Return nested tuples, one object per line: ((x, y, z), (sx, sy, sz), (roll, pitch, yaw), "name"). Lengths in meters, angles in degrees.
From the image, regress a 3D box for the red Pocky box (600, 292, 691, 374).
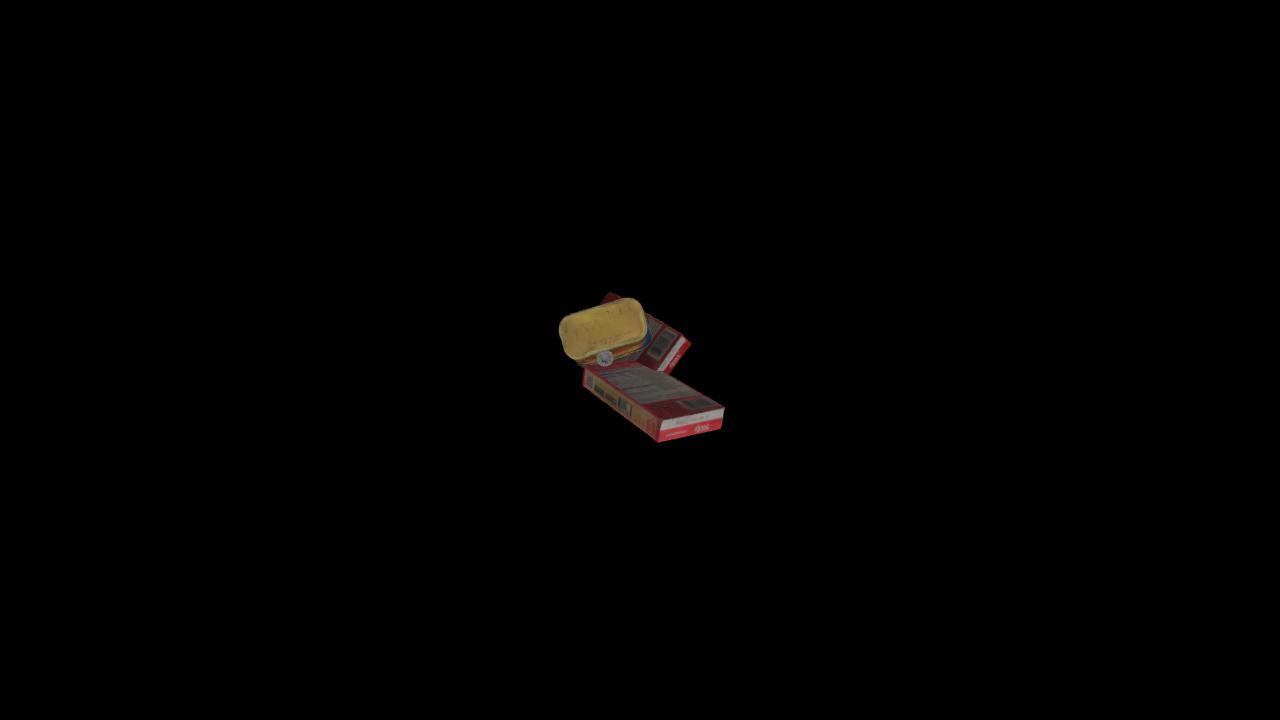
((-0.013, -0.023, 0.769), (0.155, 0.083, 0.028), (35, -1, 45), "red Pocky box")

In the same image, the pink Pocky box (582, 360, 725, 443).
((0.010, 0.039, 0.667), (0.084, 0.029, 0.155), (-6, 23, -34), "pink Pocky box")

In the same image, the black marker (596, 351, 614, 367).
((-0.050, -0.029, 0.723), (0.020, 0.020, 0.121), (0, 28, -13), "black marker")

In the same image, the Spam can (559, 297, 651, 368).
((-0.037, -0.031, 0.711), (0.101, 0.058, 0.085), (-17, -8, 2), "Spam can")
